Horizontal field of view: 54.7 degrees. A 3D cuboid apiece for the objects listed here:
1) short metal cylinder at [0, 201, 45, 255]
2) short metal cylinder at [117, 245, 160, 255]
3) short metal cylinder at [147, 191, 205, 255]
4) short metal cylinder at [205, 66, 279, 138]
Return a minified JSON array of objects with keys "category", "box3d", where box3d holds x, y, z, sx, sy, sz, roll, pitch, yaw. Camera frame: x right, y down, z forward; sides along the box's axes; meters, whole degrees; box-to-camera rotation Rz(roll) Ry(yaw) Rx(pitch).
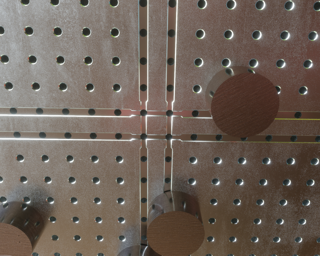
[{"category":"short metal cylinder","box3d":[-0.219,0.156,0.456,0.081,0.050,0.079,0,110,0]},{"category":"short metal cylinder","box3d":[-0.034,0.234,0.486,0.081,0.050,0.079,0,110,0]},{"category":"short metal cylinder","box3d":[0.022,0.140,0.452,0.081,0.050,0.079,0,110,0]},{"category":"short metal cylinder","box3d":[0.100,-0.034,0.388,0.081,0.050,0.079,0,110,0]}]
